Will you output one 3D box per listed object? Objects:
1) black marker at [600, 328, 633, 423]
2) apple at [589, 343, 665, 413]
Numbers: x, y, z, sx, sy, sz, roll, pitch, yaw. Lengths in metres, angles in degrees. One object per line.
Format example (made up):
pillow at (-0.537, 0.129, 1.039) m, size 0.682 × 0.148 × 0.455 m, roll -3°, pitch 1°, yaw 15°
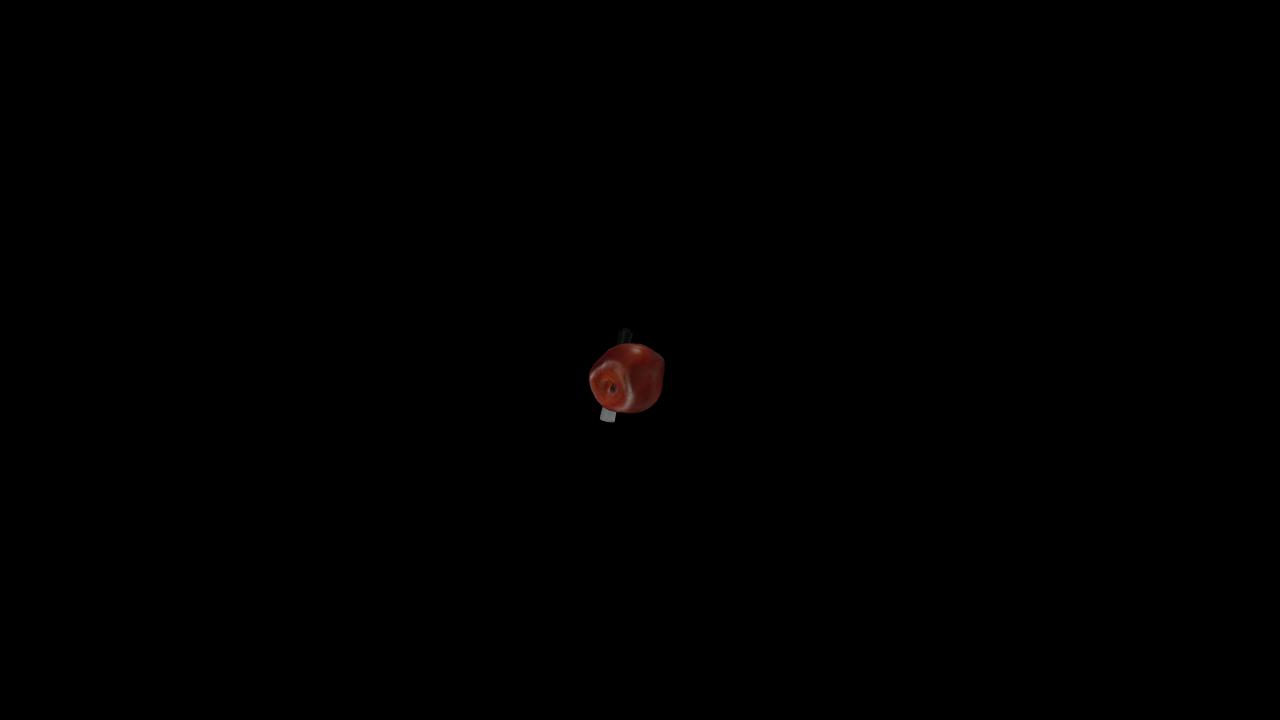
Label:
black marker at (-0.029, 0.017, 0.770) m, size 0.020 × 0.121 × 0.020 m, roll 11°, pitch -14°, yaw 3°
apple at (-0.011, 0.020, 0.683) m, size 0.079 × 0.079 × 0.093 m, roll 0°, pitch 17°, yaw 30°
